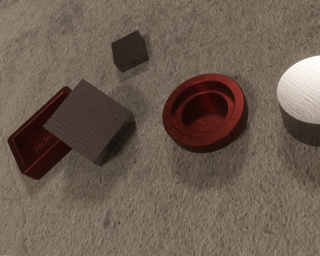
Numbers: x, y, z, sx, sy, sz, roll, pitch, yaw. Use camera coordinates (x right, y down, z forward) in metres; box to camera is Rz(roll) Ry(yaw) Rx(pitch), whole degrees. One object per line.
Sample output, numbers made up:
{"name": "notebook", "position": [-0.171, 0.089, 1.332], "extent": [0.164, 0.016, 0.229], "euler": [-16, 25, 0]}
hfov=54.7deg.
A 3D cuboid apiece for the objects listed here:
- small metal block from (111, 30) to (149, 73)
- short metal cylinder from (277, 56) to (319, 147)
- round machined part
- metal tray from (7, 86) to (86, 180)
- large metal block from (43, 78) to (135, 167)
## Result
{"name": "small metal block", "position": [-0.049, -0.125, 0.504], "extent": [0.050, 0.025, 0.050], "euler": [-22, 54, 14]}
{"name": "short metal cylinder", "position": [0.166, -0.027, 0.317], "extent": [0.080, 0.050, 0.080], "euler": [-13, 56, 20]}
{"name": "round machined part", "position": [0.056, -0.014, 0.371], "extent": [0.098, 0.042, 0.098], "euler": [-13, 56, 20]}
{"name": "metal tray", "position": [-0.168, 0.005, 0.483], "extent": [0.130, 0.030, 0.090], "euler": [-43, 51, -2]}
{"name": "large metal block", "position": [-0.092, -0.005, 0.416], "extent": [0.080, 0.050, 0.080], "euler": [35, 80, 8]}
